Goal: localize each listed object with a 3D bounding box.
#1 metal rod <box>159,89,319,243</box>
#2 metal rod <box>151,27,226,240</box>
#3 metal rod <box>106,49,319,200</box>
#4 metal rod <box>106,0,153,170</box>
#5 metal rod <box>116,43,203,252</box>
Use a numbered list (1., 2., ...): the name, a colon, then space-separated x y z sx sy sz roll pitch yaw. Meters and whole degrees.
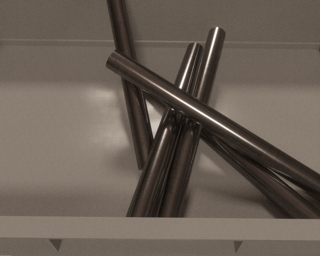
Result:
1. metal rod: 0.077 0.019 0.390 0.025 0.025 0.300 -32 57 -24
2. metal rod: 0.044 -0.015 0.386 0.025 0.025 0.300 13 61 10
3. metal rod: 0.070 -0.002 0.356 0.301 0.025 0.025 32 56 5
4. metal rod: -0.044 -0.094 0.405 0.025 0.025 0.299 -10 76 -9
5. metal rod: 0.012 -0.004 0.377 0.025 0.025 0.300 13 53 10
